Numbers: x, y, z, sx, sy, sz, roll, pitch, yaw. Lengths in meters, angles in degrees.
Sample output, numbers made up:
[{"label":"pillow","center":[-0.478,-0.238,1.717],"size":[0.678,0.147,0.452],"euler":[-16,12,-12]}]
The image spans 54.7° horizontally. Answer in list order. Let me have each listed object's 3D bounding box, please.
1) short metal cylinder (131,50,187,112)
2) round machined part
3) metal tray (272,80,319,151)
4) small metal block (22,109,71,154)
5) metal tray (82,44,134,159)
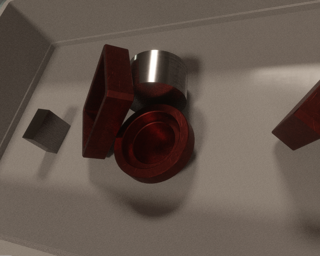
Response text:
[{"label":"short metal cylinder","center":[-0.005,-0.055,0.406],"size":[0.080,0.080,0.050],"euler":[-9,58,23]},{"label":"round machined part","center":[-0.004,0.022,0.382],"size":[0.098,0.042,0.098],"euler":[-13,56,20]},{"label":"metal tray","center":[0.170,-0.040,0.296],"size":[0.030,0.090,0.130],"euler":[43,86,13]},{"label":"small metal block","center":[-0.172,0.005,0.474],"size":[0.025,0.050,0.050],"euler":[7,66,31]},{"label":"metal tray","center":[-0.072,-0.030,0.403],"size":[0.129,0.030,0.090],"euler":[122,147,-44]}]
